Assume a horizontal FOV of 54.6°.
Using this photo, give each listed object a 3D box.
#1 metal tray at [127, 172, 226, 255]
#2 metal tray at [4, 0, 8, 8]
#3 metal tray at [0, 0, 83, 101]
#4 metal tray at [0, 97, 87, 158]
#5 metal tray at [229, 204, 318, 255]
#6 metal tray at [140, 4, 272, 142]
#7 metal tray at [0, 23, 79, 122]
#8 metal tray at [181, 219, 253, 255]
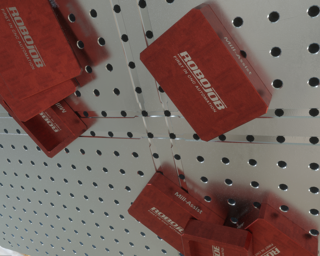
[{"bbox_3d":[0.023,0.138,0.482,0.130,0.030,0.089,36,129,4],"label":"metal tray"},{"bbox_3d":[-0.258,-0.153,0.451,0.090,0.030,0.129,17,125,18],"label":"metal tray"},{"bbox_3d":[-0.166,-0.111,0.388,0.090,0.030,0.130,-25,103,-4],"label":"metal tray"},{"bbox_3d":[-0.189,-0.023,0.494,0.090,0.030,0.130,-33,100,38],"label":"metal tray"},{"bbox_3d":[0.143,0.174,0.441,0.090,0.030,0.129,36,129,4],"label":"metal tray"},{"bbox_3d":[0.050,-0.057,0.347,0.090,0.030,0.130,-31,102,38],"label":"metal tray"},{"bbox_3d":[-0.185,-0.086,0.422,0.090,0.030,0.130,-31,104,0],"label":"metal tray"},{"bbox_3d":[0.085,0.196,0.444,0.090,0.030,0.129,4,121,26],"label":"metal tray"}]
